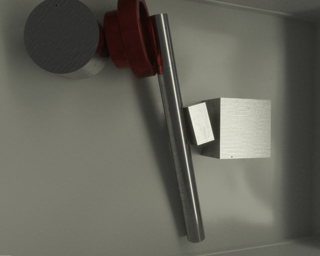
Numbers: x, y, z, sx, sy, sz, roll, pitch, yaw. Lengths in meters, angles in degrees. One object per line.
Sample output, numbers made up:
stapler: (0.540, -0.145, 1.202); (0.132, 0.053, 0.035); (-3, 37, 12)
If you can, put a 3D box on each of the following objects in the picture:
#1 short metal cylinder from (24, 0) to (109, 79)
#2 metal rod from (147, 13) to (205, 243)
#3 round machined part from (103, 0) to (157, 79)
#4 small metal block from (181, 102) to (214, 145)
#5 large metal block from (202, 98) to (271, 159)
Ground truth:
short metal cylinder: (-0.100, -0.097, 0.345); (0.080, 0.050, 0.079); (0, 92, 5)
metal rod: (0.024, 0.009, 0.400); (0.025, 0.025, 0.298); (-15, 103, -20)
round machined part: (-0.035, -0.107, 0.367); (0.042, 0.098, 0.097); (-8, 94, 10)
small metal block: (0.043, -0.005, 0.414); (0.025, 0.050, 0.050); (-17, 96, -21)
large metal block: (0.107, 0.001, 0.438); (0.081, 0.050, 0.079); (1, 90, -21)
